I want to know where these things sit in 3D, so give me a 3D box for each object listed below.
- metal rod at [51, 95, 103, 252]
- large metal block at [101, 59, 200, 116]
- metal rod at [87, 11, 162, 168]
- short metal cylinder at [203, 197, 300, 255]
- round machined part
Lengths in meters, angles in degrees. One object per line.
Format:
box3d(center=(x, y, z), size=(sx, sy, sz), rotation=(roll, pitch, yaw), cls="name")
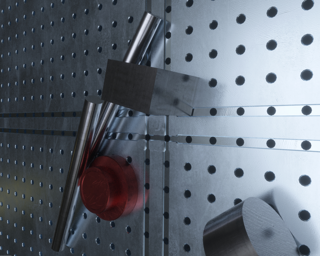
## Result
box3d(center=(-0.137, 0.087, 0.493), size=(0.025, 0.025, 0.298), rotation=(38, 121, 33), cls="metal rod")
box3d(center=(-0.012, -0.049, 0.381), size=(0.080, 0.081, 0.050), rotation=(19, 102, 38), cls="large metal block")
box3d(center=(-0.076, -0.030, 0.469), size=(0.025, 0.025, 0.298), rotation=(43, 116, 31), cls="metal rod")
box3d(center=(0.088, 0.115, 0.300), size=(0.050, 0.081, 0.080), rotation=(-43, 65, 31), cls="short metal cylinder")
box3d(center=(-0.083, 0.090, 0.464), size=(0.098, 0.042, 0.097), rotation=(0, 90, 39), cls="round machined part")
